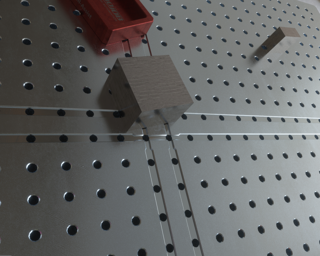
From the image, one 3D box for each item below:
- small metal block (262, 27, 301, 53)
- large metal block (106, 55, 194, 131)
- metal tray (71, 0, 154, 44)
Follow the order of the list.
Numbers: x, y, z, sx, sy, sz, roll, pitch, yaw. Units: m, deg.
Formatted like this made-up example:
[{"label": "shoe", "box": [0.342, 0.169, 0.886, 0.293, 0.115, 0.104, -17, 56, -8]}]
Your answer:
[{"label": "small metal block", "box": [0.252, -0.182, 0.642, 0.050, 0.050, 0.025, -8, 66, -32]}, {"label": "large metal block", "box": [-0.015, -0.049, 0.415, 0.081, 0.050, 0.080, -12, 68, -34]}, {"label": "metal tray", "box": [-0.082, -0.197, 0.481, 0.091, 0.030, 0.130, -29, 78, -38]}]
